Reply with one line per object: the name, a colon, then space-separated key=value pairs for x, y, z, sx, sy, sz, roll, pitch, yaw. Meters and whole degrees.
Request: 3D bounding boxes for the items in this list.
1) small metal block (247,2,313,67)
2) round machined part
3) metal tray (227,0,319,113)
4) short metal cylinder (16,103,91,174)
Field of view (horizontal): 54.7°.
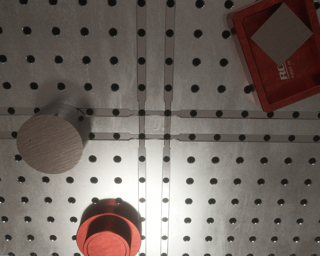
small metal block: x=0.138 y=-0.109 z=0.361 sx=0.050 sy=0.025 sz=0.050 roll=39 pitch=105 yaw=-14
round machined part: x=-0.077 y=0.170 z=0.466 sx=0.099 sy=0.042 sz=0.097 roll=0 pitch=110 yaw=-1
metal tray: x=0.147 y=-0.094 z=0.378 sx=0.090 sy=0.030 sz=0.129 roll=-23 pitch=109 yaw=7
short metal cylinder: x=-0.135 y=0.013 z=0.403 sx=0.081 sy=0.050 sz=0.079 roll=0 pitch=110 yaw=-1
